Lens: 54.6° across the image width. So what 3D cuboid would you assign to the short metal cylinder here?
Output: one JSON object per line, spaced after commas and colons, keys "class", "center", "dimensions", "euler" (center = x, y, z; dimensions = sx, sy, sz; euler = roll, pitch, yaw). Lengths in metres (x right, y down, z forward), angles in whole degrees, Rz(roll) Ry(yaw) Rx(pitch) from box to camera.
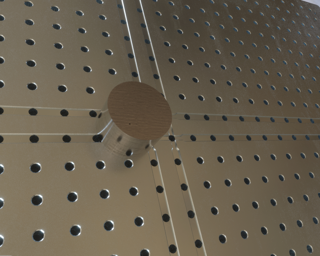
{"class": "short metal cylinder", "center": [-0.032, -0.010, 0.380], "dimensions": [0.081, 0.050, 0.080], "euler": [13, 56, -21]}
